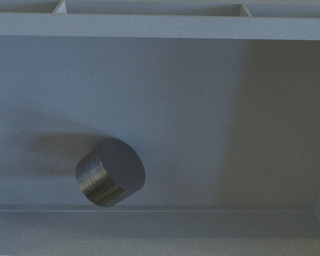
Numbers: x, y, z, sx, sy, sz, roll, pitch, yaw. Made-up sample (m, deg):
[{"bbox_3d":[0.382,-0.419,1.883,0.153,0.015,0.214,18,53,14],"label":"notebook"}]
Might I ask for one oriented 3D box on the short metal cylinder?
[{"bbox_3d":[-0.066,0.061,0.424,0.050,0.080,0.080,-36,122,26],"label":"short metal cylinder"}]
